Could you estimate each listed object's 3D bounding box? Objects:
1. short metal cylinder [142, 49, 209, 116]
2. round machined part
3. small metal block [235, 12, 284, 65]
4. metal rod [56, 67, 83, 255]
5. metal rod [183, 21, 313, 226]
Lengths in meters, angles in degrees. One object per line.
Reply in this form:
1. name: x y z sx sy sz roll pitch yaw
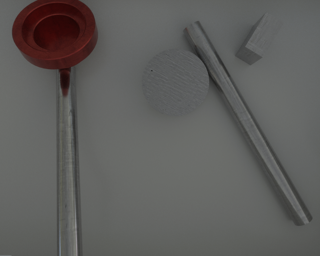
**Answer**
1. short metal cylinder: 0.021 -0.056 0.392 0.080 0.050 0.079 1 96 8
2. round machined part: -0.127 -0.114 0.390 0.099 0.042 0.098 0 66 -1
3. small metal block: 0.127 -0.114 0.401 0.025 0.050 0.050 31 90 0
4. metal rod: -0.103 0.055 0.349 0.025 0.025 0.299 -9 65 0
5. metal rod: 0.117 -0.006 0.413 0.025 0.025 0.299 -30 90 0
